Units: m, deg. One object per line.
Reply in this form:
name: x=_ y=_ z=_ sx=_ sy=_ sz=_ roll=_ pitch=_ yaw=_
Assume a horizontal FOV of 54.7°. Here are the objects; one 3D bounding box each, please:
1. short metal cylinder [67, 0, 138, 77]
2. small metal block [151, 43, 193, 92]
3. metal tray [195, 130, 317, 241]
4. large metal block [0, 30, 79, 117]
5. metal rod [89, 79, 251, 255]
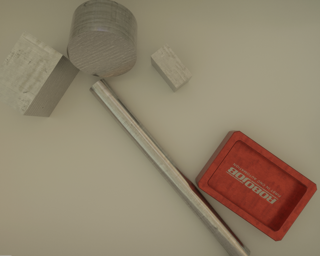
short metal cylinder: x=-0.068 y=-0.106 z=0.376 sx=0.081 sy=0.080 sz=0.050 roll=-1 pitch=61 yaw=-1
small metal block: x=0.014 y=-0.075 z=0.399 sx=0.025 sy=0.050 sz=0.050 roll=-39 pitch=91 yaw=0
metal tray: x=0.125 y=0.074 z=0.410 sx=0.130 sy=0.030 sz=0.090 roll=35 pitch=90 yaw=-1
large metal block: x=-0.151 y=-0.061 z=0.382 sx=0.050 sy=0.080 sz=0.080 roll=33 pitch=90 yaw=-1
metal rod: x=0.013 y=0.057 z=0.411 sx=0.025 sy=0.025 sz=0.300 roll=-40 pitch=91 yaw=0
